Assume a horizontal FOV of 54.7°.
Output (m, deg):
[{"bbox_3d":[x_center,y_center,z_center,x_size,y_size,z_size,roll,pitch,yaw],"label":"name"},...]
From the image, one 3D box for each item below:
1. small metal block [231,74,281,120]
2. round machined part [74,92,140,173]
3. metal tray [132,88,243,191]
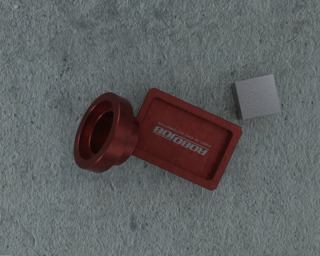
[{"bbox_3d":[0.126,-0.040,0.411,0.050,0.025,0.050,-12,90,0],"label":"small metal block"},{"bbox_3d":[-0.062,0.008,0.383,0.042,0.098,0.098,25,90,-36],"label":"round machined part"},{"bbox_3d":[0.029,0.014,0.407,0.131,0.030,0.090,25,90,0],"label":"metal tray"}]
